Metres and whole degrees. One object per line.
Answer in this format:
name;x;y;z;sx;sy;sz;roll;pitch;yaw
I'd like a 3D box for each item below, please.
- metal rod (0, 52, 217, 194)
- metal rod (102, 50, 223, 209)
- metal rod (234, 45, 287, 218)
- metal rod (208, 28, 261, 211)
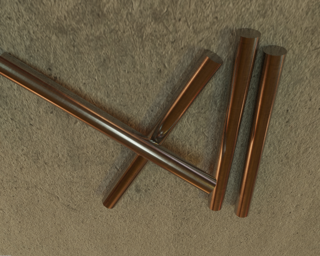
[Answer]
metal rod;-0.054;0.003;0.383;0.301;0.025;0.025;32;123;-16
metal rod;-0.012;0.022;0.425;0.025;0.025;0.298;22;127;-18
metal rod;0.132;0.029;0.432;0.025;0.025;0.298;-2;130;2
metal rod;0.092;0.014;0.419;0.025;0.025;0.298;0;130;0
